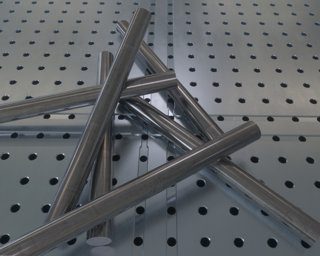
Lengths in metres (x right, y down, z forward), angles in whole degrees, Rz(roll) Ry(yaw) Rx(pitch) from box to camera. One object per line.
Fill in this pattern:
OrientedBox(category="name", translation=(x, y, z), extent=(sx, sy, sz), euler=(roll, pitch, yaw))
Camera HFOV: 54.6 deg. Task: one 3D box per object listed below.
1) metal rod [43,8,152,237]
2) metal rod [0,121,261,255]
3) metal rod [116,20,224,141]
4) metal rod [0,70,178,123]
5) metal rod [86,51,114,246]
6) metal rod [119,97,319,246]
OrientedBox(category="metal rod", translation=(-0.067, -0.023, 0.371), extent=(0.025, 0.025, 0.300), euler=(14, 68, 11))
OrientedBox(category="metal rod", translation=(-0.017, 0.062, 0.321), extent=(0.302, 0.025, 0.025), euler=(-25, 54, -19))
OrientedBox(category="metal rod", translation=(0.004, -0.083, 0.477), extent=(0.025, 0.025, 0.300), euler=(-23, 54, -18))
OrientedBox(category="metal rod", translation=(-0.127, -0.035, 0.411), extent=(0.301, 0.025, 0.025), euler=(-11, 51, 1))
OrientedBox(category="metal rod", translation=(-0.074, 0.000, 0.407), extent=(0.025, 0.025, 0.300), euler=(-4, 50, -3))
OrientedBox(category="metal rod", translation=(0.053, 0.031, 0.382), extent=(0.300, 0.025, 0.025), euler=(36, 59, 26))
